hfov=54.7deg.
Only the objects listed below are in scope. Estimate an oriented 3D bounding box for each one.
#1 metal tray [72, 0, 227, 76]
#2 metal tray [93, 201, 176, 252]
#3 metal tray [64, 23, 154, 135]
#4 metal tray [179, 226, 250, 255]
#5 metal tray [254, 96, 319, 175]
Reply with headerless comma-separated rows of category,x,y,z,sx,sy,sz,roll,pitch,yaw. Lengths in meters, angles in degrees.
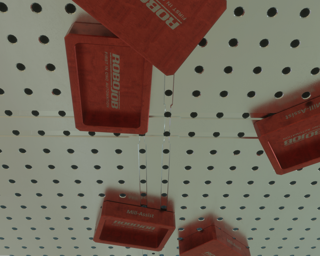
metal tray,-0.013,-0.121,0.284,0.130,0.030,0.090,35,99,-26
metal tray,-0.047,0.180,0.561,0.131,0.030,0.089,13,129,-12
metal tray,-0.056,-0.052,0.363,0.091,0.030,0.129,3,130,-4
metal tray,0.112,0.251,0.624,0.090,0.030,0.130,-35,122,26
metal tray,0.206,0.007,0.417,0.130,0.030,0.090,-24,127,18
